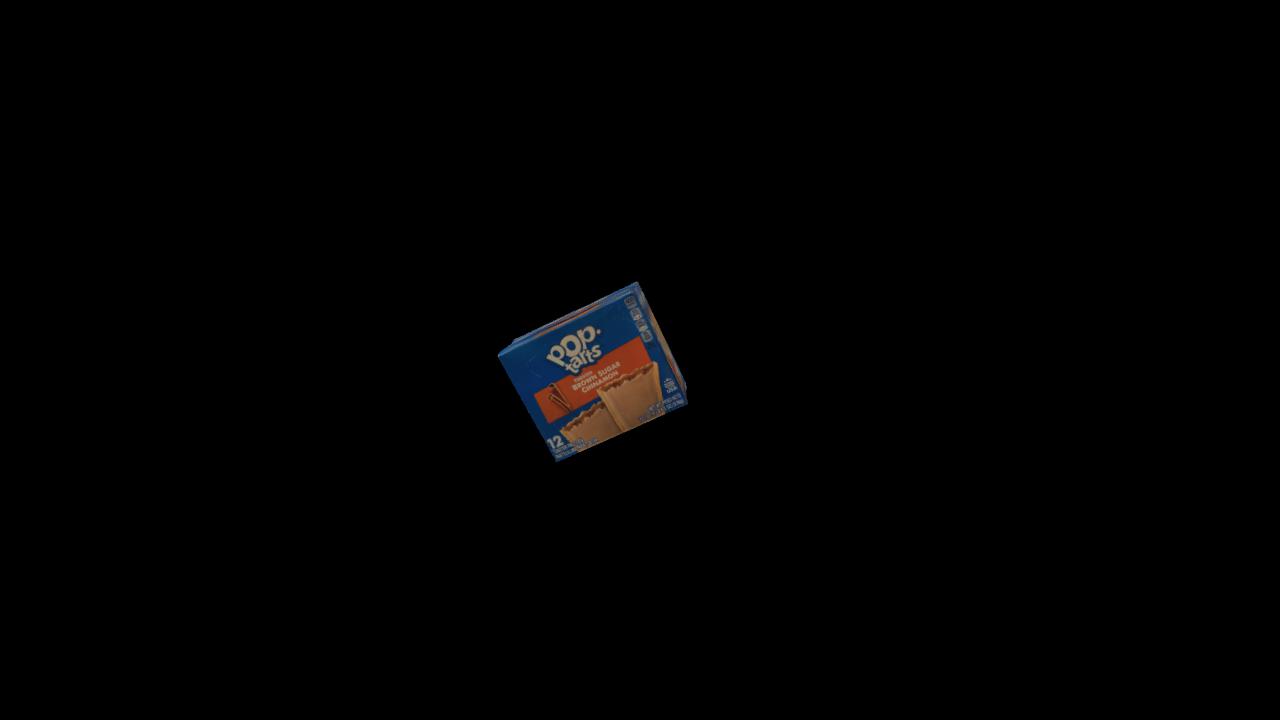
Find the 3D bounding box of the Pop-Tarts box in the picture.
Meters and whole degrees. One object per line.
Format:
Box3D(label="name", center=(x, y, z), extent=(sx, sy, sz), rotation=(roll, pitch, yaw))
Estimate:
Box3D(label="Pop-Tarts box", center=(-0.049, 0.012, 0.705), extent=(0.167, 0.141, 0.083), rotation=(-24, 12, 7))
